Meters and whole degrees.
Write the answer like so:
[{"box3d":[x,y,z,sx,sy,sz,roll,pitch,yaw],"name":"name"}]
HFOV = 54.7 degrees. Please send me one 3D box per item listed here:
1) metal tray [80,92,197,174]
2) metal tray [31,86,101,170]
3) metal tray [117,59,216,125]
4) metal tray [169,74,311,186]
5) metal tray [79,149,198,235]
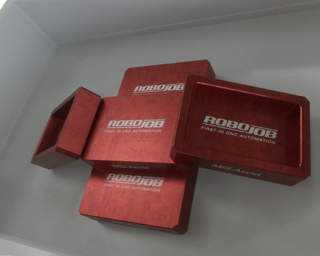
[{"box3d":[-0.024,0.005,0.372,0.130,0.030,0.090,-1,61,27],"name":"metal tray"},{"box3d":[-0.133,0.005,0.429,0.130,0.030,0.090,-20,49,53],"name":"metal tray"},{"box3d":[0.004,-0.044,0.424,0.130,0.030,0.090,0,61,27],"name":"metal tray"},{"box3d":[0.082,0.001,0.317,0.131,0.030,0.090,12,65,1],"name":"metal tray"},{"box3d":[-0.025,0.070,0.370,0.130,0.030,0.090,0,61,27],"name":"metal tray"}]
